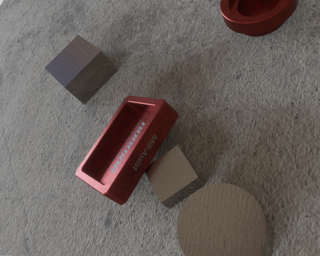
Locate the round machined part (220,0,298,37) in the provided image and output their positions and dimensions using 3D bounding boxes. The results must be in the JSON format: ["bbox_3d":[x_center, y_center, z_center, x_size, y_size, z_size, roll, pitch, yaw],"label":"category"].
[{"bbox_3d":[0.136,-0.165,0.423,0.098,0.042,0.098,-13,56,21],"label":"round machined part"}]

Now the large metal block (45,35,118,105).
[{"bbox_3d":[-0.131,-0.098,0.517,0.080,0.050,0.080,-47,51,-5],"label":"large metal block"}]

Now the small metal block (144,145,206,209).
[{"bbox_3d":[0.016,0.057,0.361,0.050,0.025,0.050,-35,51,4],"label":"small metal block"}]

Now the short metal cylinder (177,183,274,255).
[{"bbox_3d":[0.063,0.099,0.294,0.080,0.050,0.080,-13,56,21],"label":"short metal cylinder"}]

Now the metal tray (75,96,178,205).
[{"bbox_3d":[-0.044,0.022,0.393,0.090,0.030,0.130,14,67,52],"label":"metal tray"}]
